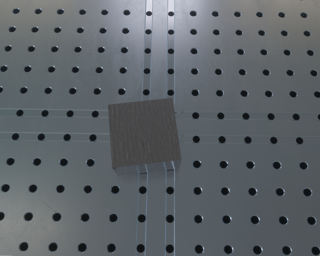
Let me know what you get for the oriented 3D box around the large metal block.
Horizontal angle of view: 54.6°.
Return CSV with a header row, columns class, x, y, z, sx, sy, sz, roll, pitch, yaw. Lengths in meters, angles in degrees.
class,x,y,z,sx,sy,sz,roll,pitch,yaw
large metal block,-0.020,0.012,0.394,0.080,0.050,0.080,-6,70,-2
